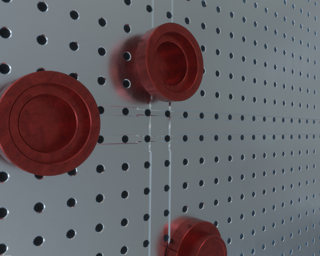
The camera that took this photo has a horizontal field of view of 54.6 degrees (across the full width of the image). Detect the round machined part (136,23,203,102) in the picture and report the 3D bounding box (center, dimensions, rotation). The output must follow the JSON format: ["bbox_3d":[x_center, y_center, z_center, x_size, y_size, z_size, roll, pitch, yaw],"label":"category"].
[{"bbox_3d":[0.008,-0.082,0.403,0.099,0.042,0.097,0,90,-40],"label":"round machined part"}]

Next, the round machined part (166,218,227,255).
[{"bbox_3d":[0.059,0.184,0.447,0.099,0.042,0.097,0,90,-40],"label":"round machined part"}]

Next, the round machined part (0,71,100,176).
[{"bbox_3d":[-0.112,-0.004,0.303,0.099,0.042,0.097,0,90,-40],"label":"round machined part"}]
